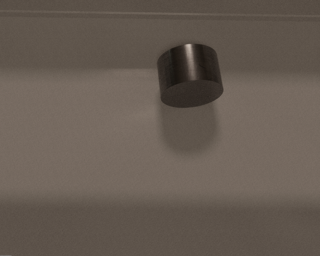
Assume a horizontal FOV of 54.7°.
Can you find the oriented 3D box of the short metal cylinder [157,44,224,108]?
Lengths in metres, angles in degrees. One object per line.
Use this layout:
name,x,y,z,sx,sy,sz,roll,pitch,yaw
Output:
short metal cylinder,0.039,-0.065,0.405,0.081,0.080,0.050,-5,70,-2
